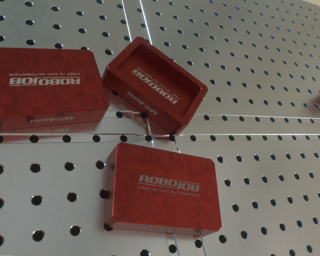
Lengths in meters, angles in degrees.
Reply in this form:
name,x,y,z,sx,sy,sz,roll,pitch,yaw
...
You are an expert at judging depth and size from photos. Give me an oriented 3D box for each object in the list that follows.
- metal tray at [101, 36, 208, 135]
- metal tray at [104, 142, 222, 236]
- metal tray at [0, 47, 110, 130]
name,x,y,z,sx,sy,sz,roll,pitch,yaw
metal tray,-0.004,-0.062,0.439,0.130,0.030,0.090,36,51,-4
metal tray,0.005,0.073,0.363,0.131,0.030,0.090,12,57,-21
metal tray,-0.134,-0.049,0.362,0.131,0.030,0.090,-7,65,-31
